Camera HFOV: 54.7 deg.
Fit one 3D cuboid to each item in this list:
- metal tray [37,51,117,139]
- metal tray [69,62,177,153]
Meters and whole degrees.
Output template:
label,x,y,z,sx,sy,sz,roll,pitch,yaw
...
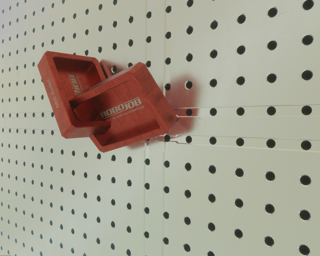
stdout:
label,x,y,z,sx,sy,sz,roll,pitch,yaw
metal tray,-0.116,-0.050,0.458,0.030,0.091,0.130,-41,65,37
metal tray,-0.054,-0.022,0.415,0.130,0.030,0.090,-18,113,36
